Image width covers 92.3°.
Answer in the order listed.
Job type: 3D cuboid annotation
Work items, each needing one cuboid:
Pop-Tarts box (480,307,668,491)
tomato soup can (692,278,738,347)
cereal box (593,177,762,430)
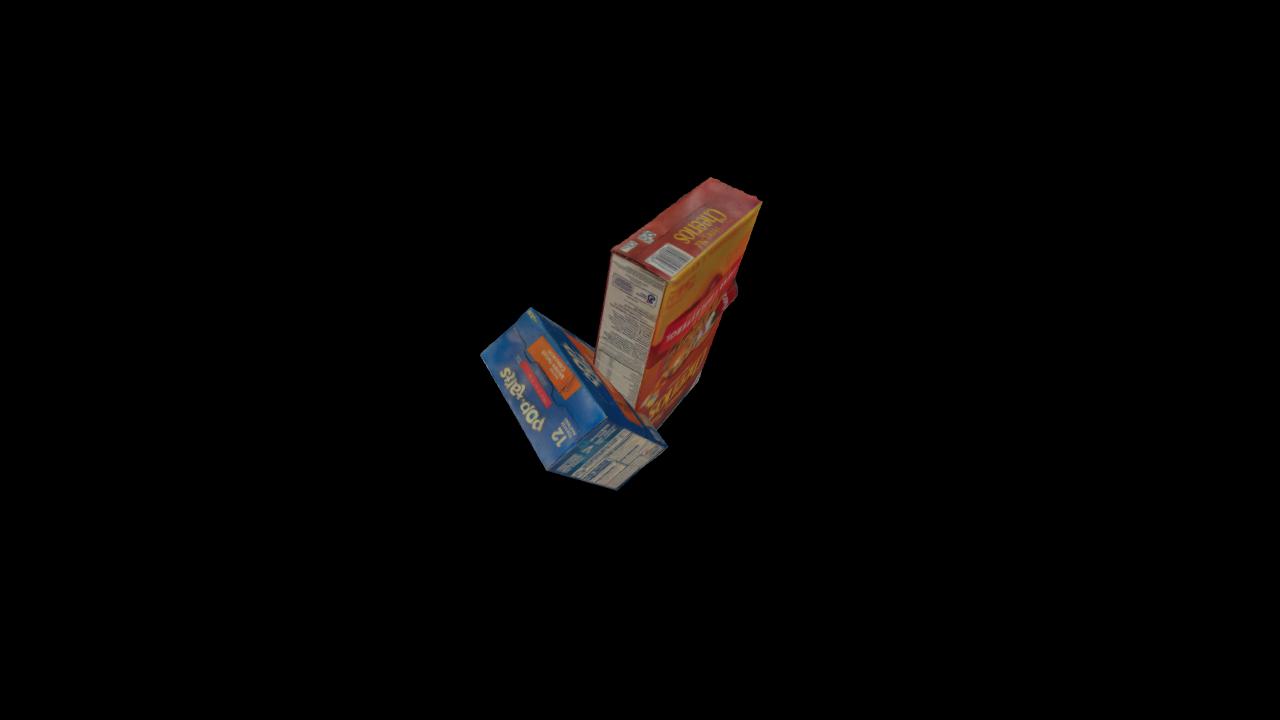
[{"bbox_3d":[-0.070,0.045,0.668,0.167,0.083,0.141,52,9,33],"label":"Pop-Tarts box"},{"bbox_3d":[0.061,-0.065,0.731,0.101,0.068,0.068,-47,26,-27],"label":"tomato soup can"},{"bbox_3d":[0.029,-0.034,0.723,0.081,0.306,0.203,31,47,17],"label":"cereal box"}]
